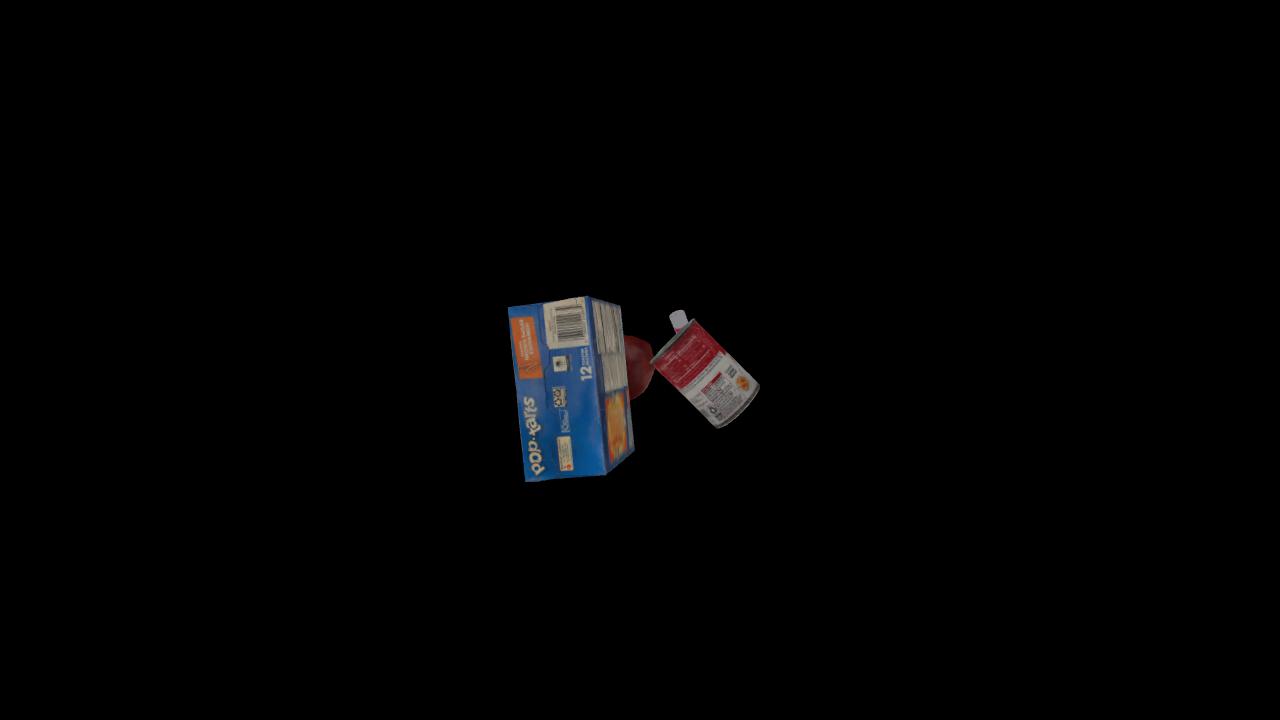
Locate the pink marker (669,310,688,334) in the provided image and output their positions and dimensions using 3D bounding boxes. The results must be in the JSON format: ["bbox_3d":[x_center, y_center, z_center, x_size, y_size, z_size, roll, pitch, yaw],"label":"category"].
[{"bbox_3d":[0.064,-0.003,0.727,0.020,0.121,0.020,-20,24,9],"label":"pink marker"}]

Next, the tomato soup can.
[{"bbox_3d":[0.069,0.014,0.651,0.101,0.068,0.068,44,-2,-2],"label":"tomato soup can"}]

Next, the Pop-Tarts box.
[{"bbox_3d":[-0.065,0.026,0.631,0.083,0.167,0.141,-5,0,11],"label":"Pop-Tarts box"}]

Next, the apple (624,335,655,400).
[{"bbox_3d":[-0.023,0.010,0.755,0.079,0.079,0.093,0,32,42],"label":"apple"}]
